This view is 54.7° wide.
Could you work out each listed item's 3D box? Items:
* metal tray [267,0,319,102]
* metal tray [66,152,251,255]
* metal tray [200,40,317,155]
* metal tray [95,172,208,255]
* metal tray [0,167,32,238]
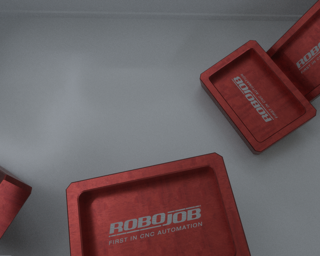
[{"bbox_3d":[0.208,-0.102,0.398,0.030,0.129,0.090,-17,66,-47],"label":"metal tray"},{"bbox_3d":[-0.004,0.078,0.249,0.131,0.030,0.090,-12,67,0],"label":"metal tray"},{"bbox_3d":[0.126,-0.041,0.412,0.090,0.030,0.130,-35,74,2],"label":"metal tray"},{"bbox_3d":[-0.015,0.094,0.323,0.030,0.130,0.090,28,66,-30],"label":"metal tray"},{"bbox_3d":[-0.195,0.084,0.330,0.130,0.030,0.090,7,61,49],"label":"metal tray"}]
